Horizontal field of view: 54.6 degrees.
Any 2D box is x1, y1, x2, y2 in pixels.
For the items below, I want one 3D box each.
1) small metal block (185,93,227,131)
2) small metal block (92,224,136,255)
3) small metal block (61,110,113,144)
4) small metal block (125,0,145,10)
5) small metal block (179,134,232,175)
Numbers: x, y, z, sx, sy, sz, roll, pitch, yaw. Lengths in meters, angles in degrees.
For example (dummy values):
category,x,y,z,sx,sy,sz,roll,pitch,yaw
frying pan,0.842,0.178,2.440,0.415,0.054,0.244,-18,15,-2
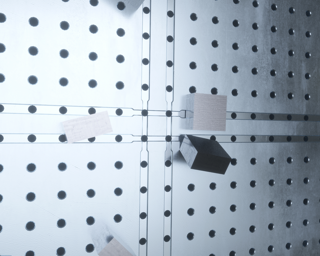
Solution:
category,x,y,z,sx,sy,sz,roll,pitch,yaw
small metal block,0.065,-0.021,0.436,0.050,0.025,0.050,3,89,-20
small metal block,-0.054,0.151,0.380,0.025,0.050,0.050,-45,104,-14
small metal block,-0.088,-0.001,0.367,0.050,0.050,0.025,-16,96,-19
small metal block,-0.036,-0.182,0.386,0.050,0.050,0.025,32,80,-17
small metal block,0.060,0.035,0.418,0.050,0.050,0.025,12,112,-20
